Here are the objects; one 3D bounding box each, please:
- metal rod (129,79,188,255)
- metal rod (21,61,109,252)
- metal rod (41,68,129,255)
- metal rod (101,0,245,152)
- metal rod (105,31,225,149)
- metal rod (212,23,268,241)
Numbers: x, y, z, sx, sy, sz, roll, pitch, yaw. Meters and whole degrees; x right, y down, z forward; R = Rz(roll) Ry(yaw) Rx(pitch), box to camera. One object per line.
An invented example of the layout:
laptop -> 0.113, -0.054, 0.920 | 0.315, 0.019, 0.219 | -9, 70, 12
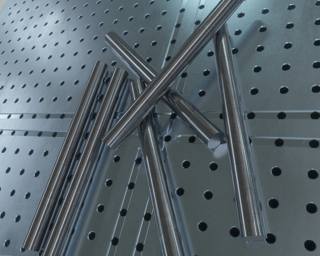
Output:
metal rod -> -0.004, 0.053, 0.378 | 0.025, 0.025, 0.300 | -24, 53, 13
metal rod -> -0.133, 0.026, 0.463 | 0.025, 0.025, 0.300 | 0, 61, 28
metal rod -> -0.100, 0.043, 0.435 | 0.025, 0.025, 0.300 | 2, 62, 29
metal rod -> 0.030, -0.092, 0.416 | 0.025, 0.025, 0.300 | 34, 80, 38
metal rod -> -0.010, -0.073, 0.459 | 0.025, 0.025, 0.300 | -41, 51, 0
metal rod -> 0.088, -0.022, 0.375 | 0.025, 0.025, 0.300 | -14, 56, 20
